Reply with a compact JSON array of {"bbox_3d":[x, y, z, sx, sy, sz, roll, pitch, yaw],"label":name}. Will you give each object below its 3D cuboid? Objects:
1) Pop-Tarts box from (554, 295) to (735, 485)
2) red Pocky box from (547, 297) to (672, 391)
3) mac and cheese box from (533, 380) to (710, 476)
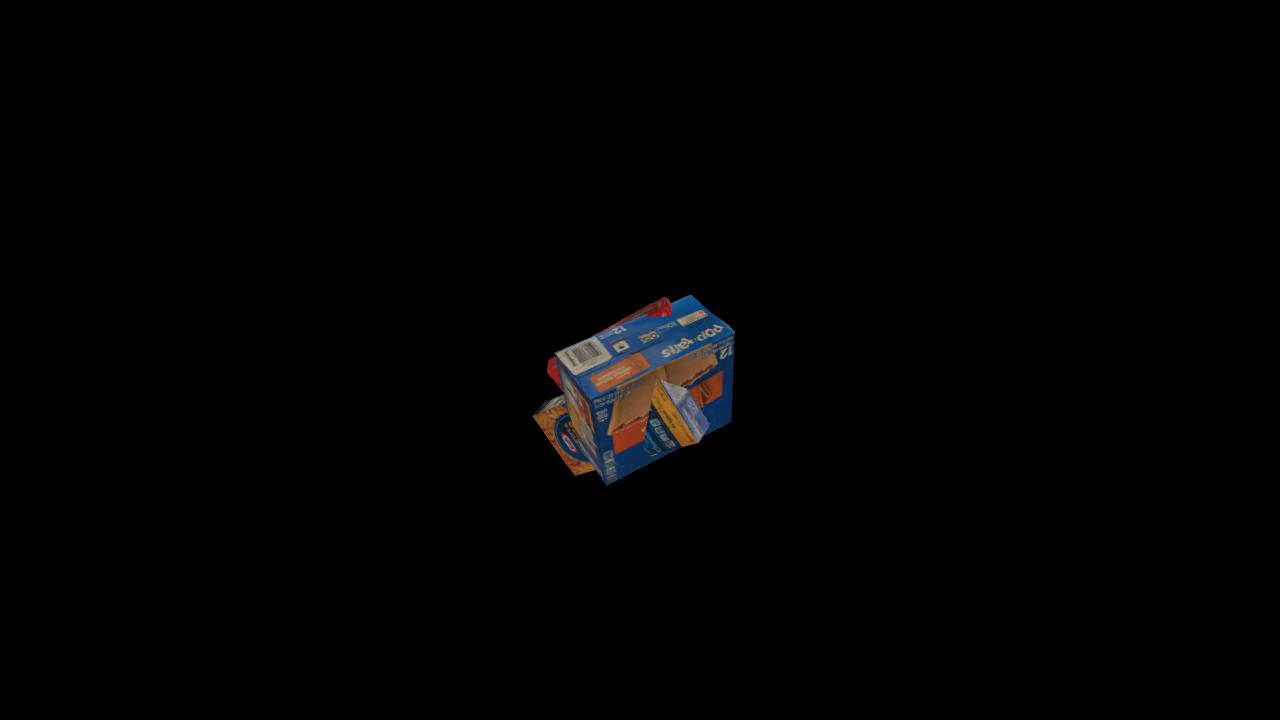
[{"bbox_3d":[0.010,0.032,0.660,0.167,0.141,0.083,-24,46,-19],"label":"Pop-Tarts box"},{"bbox_3d":[-0.018,0.001,0.679,0.155,0.083,0.028,-28,29,13],"label":"red Pocky box"},{"bbox_3d":[-0.025,0.065,0.668,0.184,0.093,0.041,-23,18,37],"label":"mac and cheese box"}]
